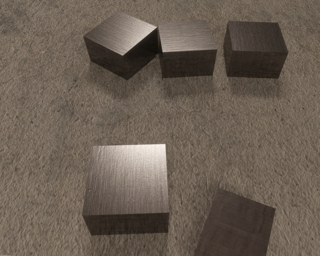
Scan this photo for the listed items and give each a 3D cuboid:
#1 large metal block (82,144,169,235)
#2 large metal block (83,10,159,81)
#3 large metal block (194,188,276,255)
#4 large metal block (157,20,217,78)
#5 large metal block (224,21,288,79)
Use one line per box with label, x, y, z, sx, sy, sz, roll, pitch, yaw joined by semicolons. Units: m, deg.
large metal block;-0.033;0.065;0.332;0.081;0.050;0.080;-1;50;-2
large metal block;-0.059;-0.133;0.494;0.080;0.050;0.080;30;61;23
large metal block;0.058;0.114;0.273;0.050;0.080;0.080;19;52;15
large metal block;0.040;-0.127;0.494;0.081;0.050;0.080;-4;50;-4
large metal block;0.148;-0.126;0.495;0.080;0.050;0.080;3;50;2
